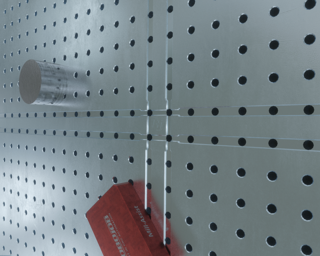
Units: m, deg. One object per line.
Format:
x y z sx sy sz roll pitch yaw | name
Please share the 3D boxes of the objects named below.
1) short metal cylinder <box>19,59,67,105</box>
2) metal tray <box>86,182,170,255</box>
-0.217 -0.083 0.572 0.080 0.050 0.079 0 90 40 | short metal cylinder
-0.050 0.156 0.447 0.090 0.030 0.130 -47 62 30 | metal tray
